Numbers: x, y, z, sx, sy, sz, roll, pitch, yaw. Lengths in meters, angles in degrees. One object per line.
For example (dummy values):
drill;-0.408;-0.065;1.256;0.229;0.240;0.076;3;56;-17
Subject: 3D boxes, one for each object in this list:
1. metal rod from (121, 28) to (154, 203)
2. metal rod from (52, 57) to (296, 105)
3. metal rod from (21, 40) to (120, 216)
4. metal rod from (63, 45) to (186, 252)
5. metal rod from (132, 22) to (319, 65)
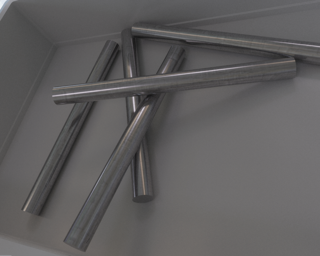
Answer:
metal rod;-0.037;-0.039;0.449;0.025;0.025;0.299;-20;54;17
metal rod;0.010;-0.057;0.391;0.301;0.025;0.025;-6;58;9
metal rod;-0.131;-0.013;0.482;0.025;0.025;0.300;7;65;31
metal rod;-0.030;0.003;0.388;0.025;0.025;0.300;6;55;31
metal rod;0.080;-0.122;0.433;0.300;0.025;0.025;19;72;33
